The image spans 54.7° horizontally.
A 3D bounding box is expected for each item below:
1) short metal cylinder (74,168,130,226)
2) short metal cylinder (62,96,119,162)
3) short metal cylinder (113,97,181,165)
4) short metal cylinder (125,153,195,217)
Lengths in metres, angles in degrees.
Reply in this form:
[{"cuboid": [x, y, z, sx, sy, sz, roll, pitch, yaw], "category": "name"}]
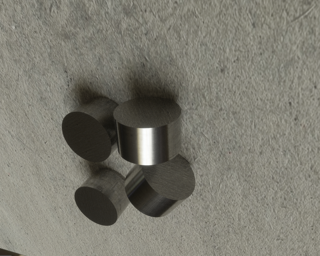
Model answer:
[{"cuboid": [-0.092, 0.113, 0.509, 0.080, 0.050, 0.079, 13, 124, 21], "category": "short metal cylinder"}, {"cuboid": [-0.090, 0.002, 0.439, 0.080, 0.050, 0.079, 13, 124, 21], "category": "short metal cylinder"}, {"cuboid": [-0.014, 0.001, 0.379, 0.080, 0.080, 0.050, 12, 123, 22], "category": "short metal cylinder"}, {"cuboid": [0.000, 0.072, 0.416, 0.080, 0.080, 0.050, 40, 129, 1], "category": "short metal cylinder"}]
